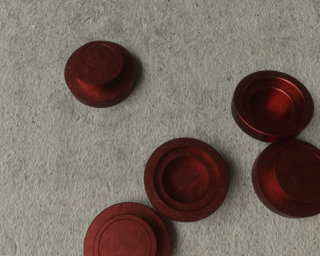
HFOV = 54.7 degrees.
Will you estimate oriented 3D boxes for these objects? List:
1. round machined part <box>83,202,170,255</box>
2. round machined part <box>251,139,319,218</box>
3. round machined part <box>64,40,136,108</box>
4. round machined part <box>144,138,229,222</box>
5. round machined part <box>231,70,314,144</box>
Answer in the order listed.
[{"bbox_3d":[-0.038,0.133,0.350,0.099,0.042,0.098,0,70,0],"label":"round machined part"},{"bbox_3d":[0.167,0.059,0.378,0.099,0.042,0.098,0,70,0],"label":"round machined part"},{"bbox_3d":[-0.083,-0.081,0.428,0.099,0.042,0.098,0,70,0],"label":"round machined part"},{"bbox_3d":[0.031,0.064,0.376,0.099,0.042,0.098,0,70,0],"label":"round machined part"},{"bbox_3d":[0.142,-0.024,0.404,0.099,0.042,0.098,-1,62,2],"label":"round machined part"}]
